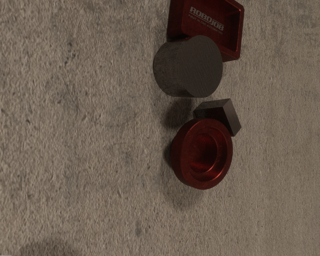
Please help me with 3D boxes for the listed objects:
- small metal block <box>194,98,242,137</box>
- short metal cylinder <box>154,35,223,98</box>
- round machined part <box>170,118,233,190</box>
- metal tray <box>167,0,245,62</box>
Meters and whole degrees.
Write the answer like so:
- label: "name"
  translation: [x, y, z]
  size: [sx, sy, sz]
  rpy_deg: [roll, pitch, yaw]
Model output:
- label: "small metal block"
  translation: [0.086, -0.014, 0.462]
  size: [0.025, 0.050, 0.050]
  rpy_deg: [-43, 117, -38]
- label: "short metal cylinder"
  translation: [0.039, -0.081, 0.418]
  size: [0.081, 0.050, 0.079]
  rpy_deg: [-6, 99, -38]
- label: "round machined part"
  translation: [0.054, 0.034, 0.437]
  size: [0.099, 0.042, 0.097]
  rpy_deg: [-4, 97, -35]
- label: "metal tray"
  translation: [0.073, -0.161, 0.464]
  size: [0.131, 0.030, 0.090]
  rpy_deg: [11, 83, -40]
